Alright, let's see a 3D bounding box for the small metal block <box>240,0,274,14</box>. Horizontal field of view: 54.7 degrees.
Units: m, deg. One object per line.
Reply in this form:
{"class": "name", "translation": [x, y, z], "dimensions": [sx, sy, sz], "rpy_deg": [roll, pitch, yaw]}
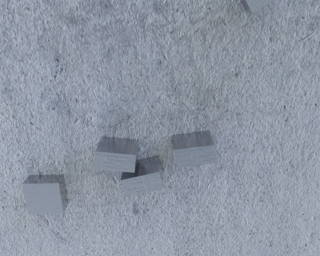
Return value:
{"class": "small metal block", "translation": [0.113, -0.166, 0.350], "dimensions": [0.050, 0.025, 0.050], "rpy_deg": [-30, 108, 10]}

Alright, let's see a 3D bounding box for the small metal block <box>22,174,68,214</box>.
{"class": "small metal block", "translation": [-0.163, 0.095, 0.443], "dimensions": [0.050, 0.025, 0.050], "rpy_deg": [-1, 110, 0]}

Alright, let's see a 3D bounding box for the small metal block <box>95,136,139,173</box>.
{"class": "small metal block", "translation": [-0.056, 0.034, 0.408], "dimensions": [0.050, 0.050, 0.025], "rpy_deg": [5, 110, -2]}

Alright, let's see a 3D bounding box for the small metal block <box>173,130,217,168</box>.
{"class": "small metal block", "translation": [0.044, 0.027, 0.406], "dimensions": [0.050, 0.050, 0.025], "rpy_deg": [-7, 110, 2]}

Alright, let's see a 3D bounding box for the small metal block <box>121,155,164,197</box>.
{"class": "small metal block", "translation": [-0.023, 0.064, 0.420], "dimensions": [0.050, 0.050, 0.025], "rpy_deg": [-13, 110, 4]}
